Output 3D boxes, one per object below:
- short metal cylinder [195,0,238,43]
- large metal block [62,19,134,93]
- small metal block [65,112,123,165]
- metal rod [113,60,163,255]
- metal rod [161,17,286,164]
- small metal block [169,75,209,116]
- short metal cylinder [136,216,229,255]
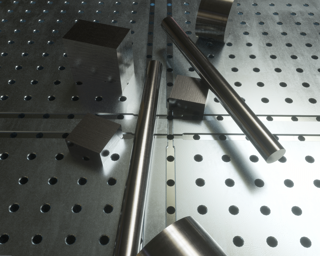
[{"bbox_3d":[0.098,-0.192,0.534,0.050,0.080,0.080,17,52,14],"label":"short metal cylinder"},{"bbox_3d":[-0.087,-0.106,0.460,0.080,0.080,0.050,14,52,11],"label":"large metal block"},{"bbox_3d":[-0.083,0.013,0.396,0.050,0.025,0.050,20,53,16],"label":"small metal block"},{"bbox_3d":[-0.021,0.017,0.392,0.025,0.025,0.300,4,50,3],"label":"metal rod"},{"bbox_3d":[0.072,-0.073,0.436,0.025,0.025,0.300,-18,52,-15],"label":"metal rod"},{"bbox_3d":[0.043,-0.048,0.448,0.050,0.025,0.050,12,51,9],"label":"small metal block"},{"bbox_3d":[0.017,0.124,0.268,0.081,0.080,0.050,-31,57,-24],"label":"short metal cylinder"}]
